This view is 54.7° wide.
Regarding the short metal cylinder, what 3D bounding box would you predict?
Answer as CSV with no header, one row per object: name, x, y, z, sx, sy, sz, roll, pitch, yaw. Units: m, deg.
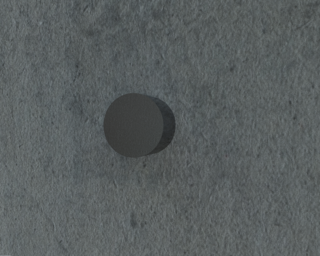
short metal cylinder,-0.025,-0.003,0.404,0.080,0.050,0.079,0,90,19
